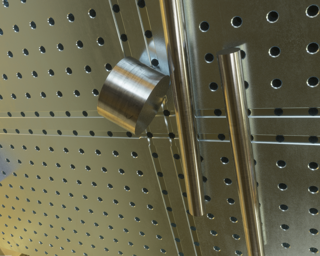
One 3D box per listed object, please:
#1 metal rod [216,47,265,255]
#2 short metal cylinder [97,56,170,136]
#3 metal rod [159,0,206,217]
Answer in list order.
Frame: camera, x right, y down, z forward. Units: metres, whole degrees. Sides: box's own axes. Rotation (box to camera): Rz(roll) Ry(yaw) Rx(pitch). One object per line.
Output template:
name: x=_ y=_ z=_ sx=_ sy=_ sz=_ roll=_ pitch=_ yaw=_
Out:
metal rod: x=0.105 y=0.050 z=0.386 sx=0.025 sy=0.025 sz=0.298 roll=0 pitch=119 yaw=28
short metal cylinder: x=-0.030 y=-0.038 z=0.368 sx=0.050 sy=0.080 sz=0.079 roll=29 pitch=128 yaw=10
metal rod: x=0.033 y=-0.009 z=0.388 sx=0.025 sy=0.025 sz=0.298 roll=5 pitch=121 yaw=26
